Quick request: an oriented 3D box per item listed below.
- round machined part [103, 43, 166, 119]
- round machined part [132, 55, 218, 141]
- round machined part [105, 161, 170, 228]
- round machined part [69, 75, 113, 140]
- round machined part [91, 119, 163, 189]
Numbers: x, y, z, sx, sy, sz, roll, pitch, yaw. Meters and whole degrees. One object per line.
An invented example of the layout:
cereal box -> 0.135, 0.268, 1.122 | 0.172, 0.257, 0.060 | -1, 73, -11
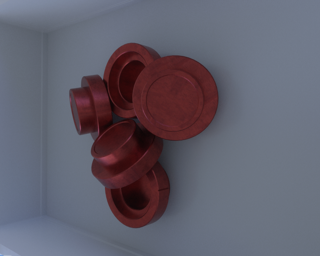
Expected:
round machined part -> -0.029, -0.061, 0.416 | 0.098, 0.042, 0.097 | 0, 90, 40
round machined part -> 0.016, -0.033, 0.351 | 0.098, 0.042, 0.097 | 2, 101, 9
round machined part -> -0.025, 0.079, 0.414 | 0.098, 0.042, 0.097 | 0, 90, 40
round machined part -> -0.104, -0.026, 0.451 | 0.098, 0.042, 0.097 | 168, 90, -68
round machined part -> -0.048, 0.026, 0.397 | 0.098, 0.098, 0.042 | -8, 129, 39
